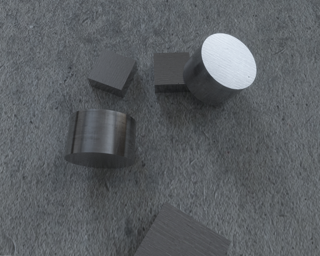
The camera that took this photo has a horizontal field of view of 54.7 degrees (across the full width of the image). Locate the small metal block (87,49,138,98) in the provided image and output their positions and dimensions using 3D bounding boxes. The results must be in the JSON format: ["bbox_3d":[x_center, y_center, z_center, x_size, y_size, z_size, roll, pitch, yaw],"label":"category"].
[{"bbox_3d":[-0.065,-0.077,0.435,0.050,0.025,0.050,21,71,7],"label":"small metal block"}]

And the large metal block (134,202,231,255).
[{"bbox_3d":[0.020,0.140,0.344,0.080,0.050,0.080,30,72,10],"label":"large metal block"}]

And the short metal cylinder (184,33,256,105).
[{"bbox_3d":[0.078,-0.077,0.410,0.081,0.050,0.080,8,68,-20],"label":"short metal cylinder"}]

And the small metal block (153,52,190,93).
[{"bbox_3d":[0.017,-0.078,0.437,0.050,0.025,0.050,-2,70,-1],"label":"small metal block"}]

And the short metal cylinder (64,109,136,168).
[{"bbox_3d":[-0.070,0.016,0.372,0.081,0.080,0.050,2,70,0],"label":"short metal cylinder"}]
